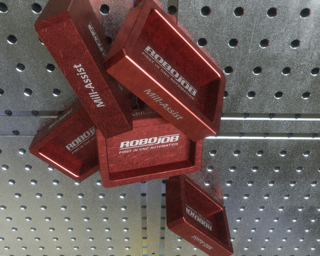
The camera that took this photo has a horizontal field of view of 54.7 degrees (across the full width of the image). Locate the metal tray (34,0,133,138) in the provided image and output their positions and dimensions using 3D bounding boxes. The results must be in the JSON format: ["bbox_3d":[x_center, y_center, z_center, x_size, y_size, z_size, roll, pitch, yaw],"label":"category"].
[{"bbox_3d":[-0.067,-0.064,0.311,0.030,0.090,0.130,-19,128,8],"label":"metal tray"}]

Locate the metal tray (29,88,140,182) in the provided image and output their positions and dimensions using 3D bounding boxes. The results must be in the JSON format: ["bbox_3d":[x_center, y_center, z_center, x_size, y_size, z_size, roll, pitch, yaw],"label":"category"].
[{"bbox_3d":[-0.099,0.015,0.419,0.130,0.030,0.090,-33,123,24],"label":"metal tray"}]

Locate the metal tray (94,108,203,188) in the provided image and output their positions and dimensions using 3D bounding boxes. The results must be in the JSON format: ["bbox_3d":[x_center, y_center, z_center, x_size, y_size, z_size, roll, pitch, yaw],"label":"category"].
[{"bbox_3d":[-0.012,0.021,0.389,0.131,0.030,0.089,-8,119,-15],"label":"metal tray"}]

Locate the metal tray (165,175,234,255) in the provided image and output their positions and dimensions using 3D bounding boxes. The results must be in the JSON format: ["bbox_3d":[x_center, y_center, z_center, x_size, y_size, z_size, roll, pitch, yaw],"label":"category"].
[{"bbox_3d":[0.062,0.139,0.488,0.030,0.090,0.130,-33,123,25],"label":"metal tray"}]

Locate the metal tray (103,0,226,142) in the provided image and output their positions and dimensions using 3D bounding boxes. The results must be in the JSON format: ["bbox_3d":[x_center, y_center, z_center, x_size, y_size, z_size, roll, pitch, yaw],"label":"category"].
[{"bbox_3d":[0.014,-0.057,0.317,0.130,0.090,0.030,38,138,-28],"label":"metal tray"}]
